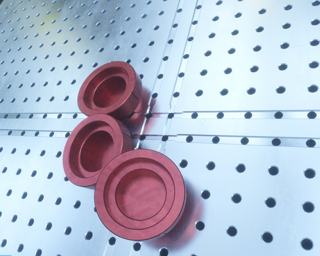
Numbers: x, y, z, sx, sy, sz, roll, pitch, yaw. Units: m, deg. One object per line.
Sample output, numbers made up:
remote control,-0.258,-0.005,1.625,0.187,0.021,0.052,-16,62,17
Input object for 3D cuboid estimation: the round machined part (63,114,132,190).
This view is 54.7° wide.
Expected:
round machined part,-0.077,0.033,0.410,0.098,0.042,0.098,-13,63,27

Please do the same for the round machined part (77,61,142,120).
round machined part,-0.070,-0.048,0.462,0.098,0.042,0.098,-13,56,20

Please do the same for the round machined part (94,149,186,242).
round machined part,-0.020,0.076,0.348,0.099,0.042,0.098,-3,67,6
